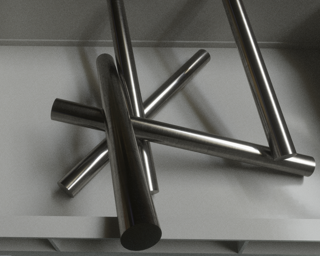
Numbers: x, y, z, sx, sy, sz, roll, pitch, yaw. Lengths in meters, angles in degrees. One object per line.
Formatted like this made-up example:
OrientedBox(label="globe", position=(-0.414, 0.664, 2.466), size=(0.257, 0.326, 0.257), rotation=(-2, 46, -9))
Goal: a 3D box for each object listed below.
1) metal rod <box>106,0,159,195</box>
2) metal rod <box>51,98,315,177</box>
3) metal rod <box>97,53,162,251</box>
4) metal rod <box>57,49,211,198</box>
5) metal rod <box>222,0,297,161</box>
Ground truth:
OrientedBox(label="metal rod", position=(-0.041, -0.061, 0.405), size=(0.025, 0.025, 0.299), rotation=(-8, 66, -7))
OrientedBox(label="metal rod", position=(0.031, 0.012, 0.354), size=(0.302, 0.025, 0.025), rotation=(13, 50, -5))
OrientedBox(label="metal rod", position=(-0.044, -0.013, 0.309), size=(0.025, 0.025, 0.300), rotation=(-10, 34, -8))
OrientedBox(label="metal rod", position=(-0.017, -0.024, 0.424), size=(0.025, 0.025, 0.301), rotation=(29, 56, 22))
OrientedBox(label="metal rod", position=(0.110, -0.105, 0.392), size=(0.025, 0.025, 0.299), rotation=(-8, 69, -7))
